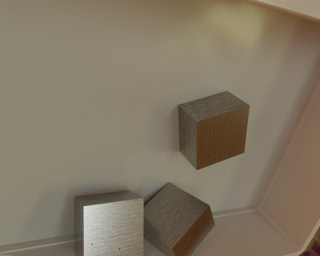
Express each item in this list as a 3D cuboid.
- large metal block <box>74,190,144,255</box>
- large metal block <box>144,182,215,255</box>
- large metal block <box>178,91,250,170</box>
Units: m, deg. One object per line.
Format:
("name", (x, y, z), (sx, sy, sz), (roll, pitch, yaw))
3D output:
("large metal block", (-0.069, 0.133, 0.419), (0.081, 0.050, 0.079), (-1, 92, -29))
("large metal block", (0.021, 0.139, 0.458), (0.080, 0.080, 0.050), (-41, 133, -27))
("large metal block", (0.074, 0.002, 0.436), (0.081, 0.050, 0.079), (-17, 126, -19))
